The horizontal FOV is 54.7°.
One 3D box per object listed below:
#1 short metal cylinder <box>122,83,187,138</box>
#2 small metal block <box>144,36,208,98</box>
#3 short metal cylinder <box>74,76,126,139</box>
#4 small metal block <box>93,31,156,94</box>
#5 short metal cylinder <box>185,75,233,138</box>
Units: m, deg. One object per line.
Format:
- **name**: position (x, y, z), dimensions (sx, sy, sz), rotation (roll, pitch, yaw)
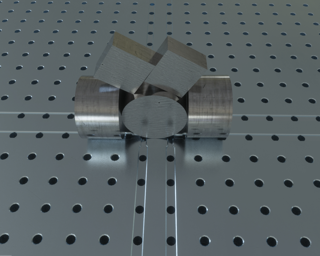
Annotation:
- **short metal cylinder**: position (-0.006, -0.031, 0.397), dimensions (0.080, 0.080, 0.050), rotation (1, 50, 1)
- **small metal block**: position (0.017, -0.067, 0.348), dimensions (0.050, 0.050, 0.025), rotation (21, 46, -23)
- **short metal cylinder**: position (-0.072, -0.026, 0.392), dimensions (0.050, 0.080, 0.080), rotation (1, 50, 1)
- **small metal block**: position (-0.039, -0.071, 0.345), dimensions (0.050, 0.050, 0.025), rotation (22, 46, -23)
- **short metal cylinder**: position (0.059, -0.027, 0.394), dimensions (0.050, 0.080, 0.080), rotation (0, 50, 1)
